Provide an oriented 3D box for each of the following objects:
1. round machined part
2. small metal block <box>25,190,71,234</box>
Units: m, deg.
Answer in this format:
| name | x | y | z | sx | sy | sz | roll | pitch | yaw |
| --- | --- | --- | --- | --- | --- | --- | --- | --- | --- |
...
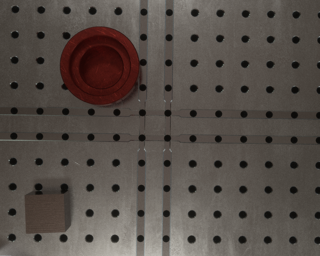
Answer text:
| name | x | y | z | sx | sy | sz | roll | pitch | yaw |
| --- | --- | --- | --- | --- | --- | --- | --- | --- | --- |
| round machined part | -0.075 | -0.077 | 0.404 | 0.099 | 0.042 | 0.097 | 0 | 90 | -1 |
| small metal block | -0.148 | 0.111 | 0.412 | 0.050 | 0.025 | 0.050 | -2 | 90 | -1 |
